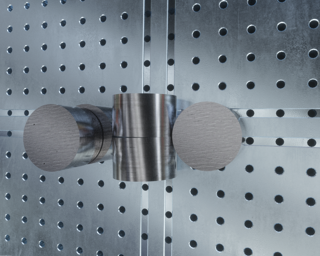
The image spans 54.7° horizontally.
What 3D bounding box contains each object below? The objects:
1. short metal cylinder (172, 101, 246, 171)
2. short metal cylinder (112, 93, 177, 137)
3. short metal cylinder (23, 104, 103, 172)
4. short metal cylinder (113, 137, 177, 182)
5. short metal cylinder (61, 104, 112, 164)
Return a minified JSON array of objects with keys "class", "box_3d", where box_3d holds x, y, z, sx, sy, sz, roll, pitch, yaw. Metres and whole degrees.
[{"class":"short metal cylinder","box_3d":[0.061,0.009,0.377,0.080,0.050,0.079,0,90,19]},{"class":"short metal cylinder","box_3d":[-0.019,-0.015,0.390,0.080,0.080,0.050,1,91,20]},{"class":"short metal cylinder","box_3d":[-0.120,0.011,0.387,0.080,0.050,0.079,0,90,20]},{"class":"short metal cylinder","box_3d":[-0.019,0.036,0.390,0.080,0.080,0.050,-1,90,20]},{"class":"short metal cylinder","box_3d":[-0.090,0.008,0.431,0.080,0.050,0.079,0,90,19]}]
